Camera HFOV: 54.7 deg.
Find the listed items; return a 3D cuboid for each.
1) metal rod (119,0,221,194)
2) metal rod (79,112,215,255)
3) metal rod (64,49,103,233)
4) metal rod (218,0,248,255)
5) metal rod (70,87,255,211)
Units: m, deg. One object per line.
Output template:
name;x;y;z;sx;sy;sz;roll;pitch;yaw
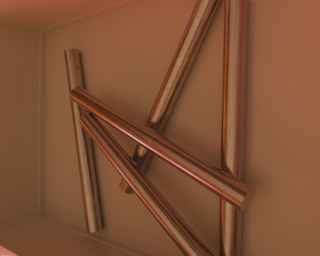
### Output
metal rod;0.011;-0.043;0.396;0.025;0.025;0.298;36;112;34
metal rod;-0.017;0.078;0.384;0.300;0.025;0.025;45;117;30
metal rod;-0.126;0.016;0.507;0.025;0.025;0.298;-16;80;38
metal rod;0.080;0.008;0.339;0.025;0.025;0.298;2;91;39
metal rod;-0.021;0.009;0.387;0.300;0.025;0.025;30;109;35
